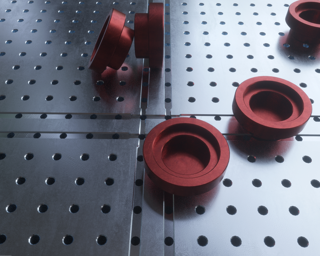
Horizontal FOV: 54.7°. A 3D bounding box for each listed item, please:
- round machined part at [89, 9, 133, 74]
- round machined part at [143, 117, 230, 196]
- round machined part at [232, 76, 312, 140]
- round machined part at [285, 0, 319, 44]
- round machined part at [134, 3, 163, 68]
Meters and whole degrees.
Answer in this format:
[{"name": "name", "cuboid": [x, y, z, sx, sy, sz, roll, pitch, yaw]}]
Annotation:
[{"name": "round machined part", "cuboid": [-0.072, -0.128, 0.475, 0.042, 0.097, 0.098, 21, 47, -20]}, {"name": "round machined part", "cuboid": [0.030, 0.037, 0.366, 0.099, 0.042, 0.098, 0, 50, 0]}, {"name": "round machined part", "cuboid": [0.147, -0.022, 0.417, 0.099, 0.042, 0.098, 0, 50, 0]}, {"name": "round machined part", "cuboid": [0.276, -0.189, 0.559, 0.099, 0.042, 0.098, 0, 50, 0]}, {"name": "round machined part", "cuboid": [-0.017, -0.142, 0.480, 0.042, 0.097, 0.098, 0, 50, 0]}]
